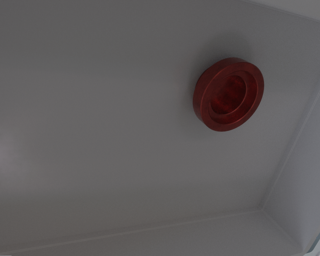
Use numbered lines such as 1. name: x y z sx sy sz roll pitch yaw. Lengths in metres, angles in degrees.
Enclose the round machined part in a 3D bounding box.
1. round machined part: 0.086 -0.047 0.415 0.099 0.042 0.097 -14 124 -21
